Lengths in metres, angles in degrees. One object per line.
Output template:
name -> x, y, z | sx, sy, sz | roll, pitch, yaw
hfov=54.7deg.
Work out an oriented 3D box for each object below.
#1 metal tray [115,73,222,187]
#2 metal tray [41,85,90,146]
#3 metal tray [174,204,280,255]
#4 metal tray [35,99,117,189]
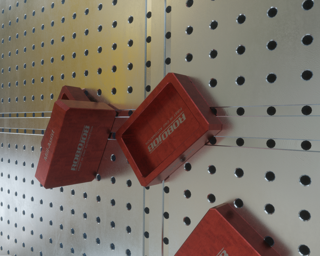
metal tray -> 0.005, 0.004, 0.400 | 0.129, 0.030, 0.090 | -46, 63, 30
metal tray -> -0.154, 0.006, 0.521 | 0.090, 0.030, 0.129 | 48, 119, 36
metal tray -> 0.064, 0.163, 0.352 | 0.090, 0.030, 0.129 | 44, 116, 30
metal tray -> -0.126, 0.024, 0.468 | 0.030, 0.091, 0.129 | 33, 110, 35
